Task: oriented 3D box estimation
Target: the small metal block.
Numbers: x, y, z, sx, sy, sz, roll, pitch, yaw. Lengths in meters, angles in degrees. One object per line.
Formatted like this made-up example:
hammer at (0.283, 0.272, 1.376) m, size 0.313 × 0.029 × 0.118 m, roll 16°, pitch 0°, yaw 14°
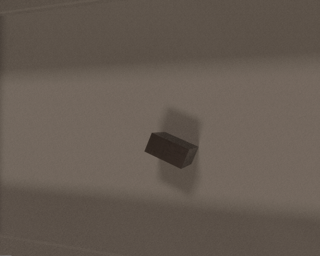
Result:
small metal block at (0.016, 0.027, 0.391) m, size 0.050 × 0.050 × 0.025 m, roll 24°, pitch 98°, yaw 18°
